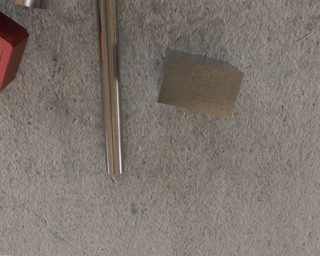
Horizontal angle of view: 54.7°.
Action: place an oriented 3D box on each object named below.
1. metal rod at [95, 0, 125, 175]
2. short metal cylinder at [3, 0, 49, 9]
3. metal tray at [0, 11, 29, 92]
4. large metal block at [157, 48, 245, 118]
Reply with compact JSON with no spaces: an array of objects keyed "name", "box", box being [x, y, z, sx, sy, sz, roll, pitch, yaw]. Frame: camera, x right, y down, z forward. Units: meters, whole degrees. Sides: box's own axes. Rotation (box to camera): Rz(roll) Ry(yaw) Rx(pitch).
[{"name":"metal rod","box":[-0.061,-0.081,0.379,0.025,0.025,0.298,0,110,-1]},{"name":"short metal cylinder","box":[-0.154,-0.160,0.319,0.081,0.080,0.050,15,109,-6]},{"name":"metal tray","box":[-0.220,-0.109,0.342,0.130,0.030,0.090,35,136,-13]},{"name":"large metal block","box":[0.042,-0.056,0.361,0.081,0.080,0.050,12,110,-5]}]
